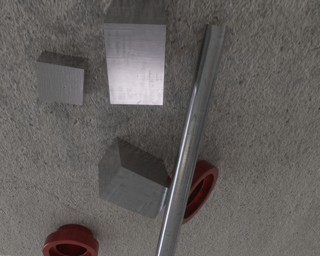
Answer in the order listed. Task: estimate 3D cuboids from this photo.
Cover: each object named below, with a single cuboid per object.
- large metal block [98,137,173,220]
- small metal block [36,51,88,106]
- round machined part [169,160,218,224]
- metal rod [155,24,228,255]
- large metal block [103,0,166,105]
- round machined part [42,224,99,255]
[{"bbox_3d":[-0.035,0.066,0.419,0.080,0.080,0.050,29,105,-23],"label":"large metal block"},{"bbox_3d":[-0.112,-0.057,0.358,0.050,0.025,0.050,8,130,-8],"label":"small metal block"},{"bbox_3d":[0.039,0.087,0.447,0.042,0.099,0.097,33,137,28],"label":"round machined part"},{"bbox_3d":[0.032,0.034,0.365,0.025,0.025,0.298,8,108,-7],"label":"metal rod"},{"bbox_3d":[-0.021,-0.079,0.304,0.050,0.080,0.079,1,130,-1],"label":"large metal block"},{"bbox_3d":[-0.163,0.216,0.578,0.099,0.042,0.097,0,130,0],"label":"round machined part"}]
